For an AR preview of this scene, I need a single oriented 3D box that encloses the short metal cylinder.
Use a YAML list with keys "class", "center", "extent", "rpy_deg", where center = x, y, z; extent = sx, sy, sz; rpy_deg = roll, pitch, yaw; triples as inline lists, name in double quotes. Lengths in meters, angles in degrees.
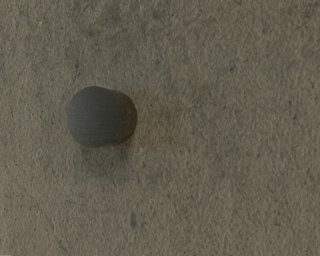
- class: "short metal cylinder"
  center: [-0.078, -0.014, 0.422]
  extent: [0.080, 0.050, 0.079]
  rpy_deg: [0, 90, 19]
